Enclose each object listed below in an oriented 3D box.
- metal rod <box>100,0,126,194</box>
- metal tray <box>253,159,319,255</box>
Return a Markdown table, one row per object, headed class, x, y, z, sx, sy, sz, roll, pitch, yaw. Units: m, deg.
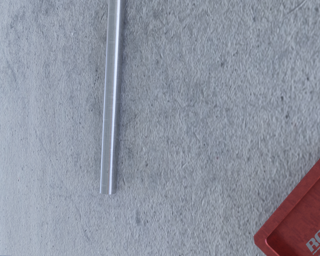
| class | x | y | z | sx | sy | sz | roll | pitch | yaw |
| --- | --- | --- | --- | --- | --- | --- | --- | --- | --- |
| metal rod | -0.070 | -0.052 | 0.460 | 0.025 | 0.025 | 0.298 | 5 | 93 | 39 |
| metal tray | 0.157 | 0.085 | 0.271 | 0.090 | 0.030 | 0.129 | 44 | 116 | 31 |
